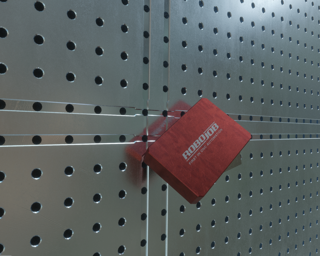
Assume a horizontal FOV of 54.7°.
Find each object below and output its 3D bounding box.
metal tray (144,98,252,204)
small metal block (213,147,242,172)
[{"bbox_3d":[0.053,0.026,0.420,0.090,0.030,0.131,41,57,11],"label":"metal tray"},{"bbox_3d":[0.086,0.047,0.468,0.050,0.050,0.025,-15,100,-39],"label":"small metal block"}]
